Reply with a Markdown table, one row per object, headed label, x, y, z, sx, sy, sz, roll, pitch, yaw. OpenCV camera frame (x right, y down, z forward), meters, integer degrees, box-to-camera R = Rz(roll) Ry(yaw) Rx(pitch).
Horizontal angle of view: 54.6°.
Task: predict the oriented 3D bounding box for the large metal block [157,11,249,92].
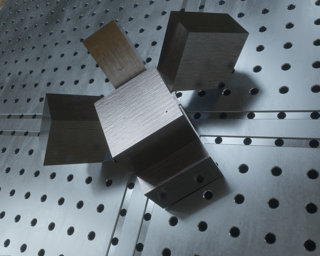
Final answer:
| label | x | y | z | sx | sy | sz | roll | pitch | yaw |
| --- | --- | --- | --- | --- | --- | --- | --- | --- | --- |
| large metal block | 0.050 | -0.094 | 0.385 | 0.081 | 0.080 | 0.050 | -7 | 47 | -24 |

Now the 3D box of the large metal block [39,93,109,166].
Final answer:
| label | x | y | z | sx | sy | sz | roll | pitch | yaw |
| --- | --- | --- | --- | --- | --- | --- | --- | --- | --- |
| large metal block | -0.111 | 0.003 | 0.411 | 0.050 | 0.081 | 0.080 | 62 | 140 | 39 |

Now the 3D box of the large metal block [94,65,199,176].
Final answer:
| label | x | y | z | sx | sy | sz | roll | pitch | yaw |
| --- | --- | --- | --- | --- | --- | --- | --- | --- | --- |
| large metal block | -0.016 | -0.008 | 0.341 | 0.080 | 0.050 | 0.080 | -32 | 52 | 6 |

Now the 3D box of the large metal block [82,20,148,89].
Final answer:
| label | x | y | z | sx | sy | sz | roll | pitch | yaw |
| --- | --- | --- | --- | --- | --- | --- | --- | --- | --- |
| large metal block | -0.059 | -0.104 | 0.449 | 0.050 | 0.080 | 0.080 | -33 | 12 | 7 |

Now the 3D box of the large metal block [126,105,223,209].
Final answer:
| label | x | y | z | sx | sy | sz | roll | pitch | yaw |
| --- | --- | --- | --- | --- | --- | --- | --- | --- | --- |
| large metal block | 0.014 | 0.034 | 0.364 | 0.080 | 0.050 | 0.080 | -31 | 50 | 7 |

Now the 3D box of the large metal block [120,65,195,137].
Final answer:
| label | x | y | z | sx | sy | sz | roll | pitch | yaw |
| --- | --- | --- | --- | --- | --- | --- | --- | --- | --- |
| large metal block | -0.013 | -0.023 | 0.415 | 0.080 | 0.050 | 0.080 | -33 | 51 | 6 |
